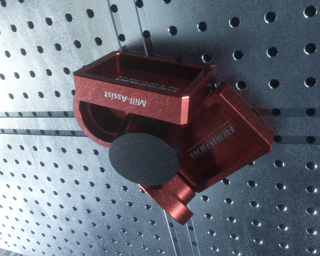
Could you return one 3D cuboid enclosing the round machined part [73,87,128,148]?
[{"bbox_3d":[-0.064,-0.023,0.418,0.098,0.042,0.097,13,124,20],"label":"round machined part"}]

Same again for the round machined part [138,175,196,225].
[{"bbox_3d":[0.010,0.082,0.422,0.098,0.042,0.098,43,173,7],"label":"round machined part"}]

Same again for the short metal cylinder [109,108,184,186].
[{"bbox_3d":[-0.014,0.022,0.367,0.080,0.050,0.079,6,128,8],"label":"short metal cylinder"}]

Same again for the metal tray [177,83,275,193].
[{"bbox_3d":[0.061,0.018,0.385,0.090,0.030,0.129,45,129,-4],"label":"metal tray"}]

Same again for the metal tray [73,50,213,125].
[{"bbox_3d":[-0.016,-0.050,0.345,0.130,0.090,0.030,14,124,19],"label":"metal tray"}]
